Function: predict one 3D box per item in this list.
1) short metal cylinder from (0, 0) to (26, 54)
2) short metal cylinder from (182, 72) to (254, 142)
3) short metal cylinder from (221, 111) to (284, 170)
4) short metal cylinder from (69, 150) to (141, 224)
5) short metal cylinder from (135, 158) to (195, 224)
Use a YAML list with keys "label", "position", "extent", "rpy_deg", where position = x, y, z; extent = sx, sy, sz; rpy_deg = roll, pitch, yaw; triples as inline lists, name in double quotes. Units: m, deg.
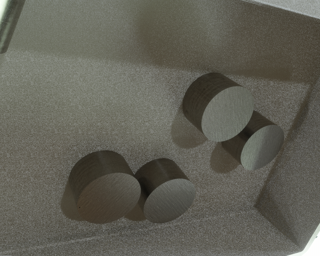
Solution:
- label: "short metal cylinder"
  position: [-0.149, -0.097, 0.232]
  extent: [0.081, 0.080, 0.050]
  rpy_deg: [17, 109, -35]
- label: "short metal cylinder"
  position: [0.078, -0.028, 0.417]
  extent: [0.081, 0.050, 0.079]
  rpy_deg: [-14, 124, -21]
- label: "short metal cylinder"
  position: [0.143, 0.018, 0.482]
  extent: [0.081, 0.050, 0.079]
  rpy_deg: [-14, 124, -21]
- label: "short metal cylinder"
  position: [-0.072, 0.076, 0.400]
  extent: [0.081, 0.050, 0.079]
  rpy_deg: [-14, 124, -21]
- label: "short metal cylinder"
  position: [0.004, 0.091, 0.451]
  extent: [0.081, 0.050, 0.079]
  rpy_deg: [-14, 124, -21]
